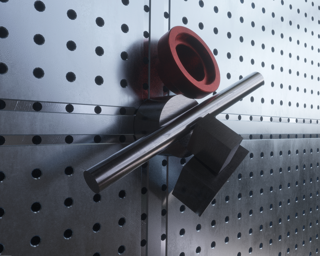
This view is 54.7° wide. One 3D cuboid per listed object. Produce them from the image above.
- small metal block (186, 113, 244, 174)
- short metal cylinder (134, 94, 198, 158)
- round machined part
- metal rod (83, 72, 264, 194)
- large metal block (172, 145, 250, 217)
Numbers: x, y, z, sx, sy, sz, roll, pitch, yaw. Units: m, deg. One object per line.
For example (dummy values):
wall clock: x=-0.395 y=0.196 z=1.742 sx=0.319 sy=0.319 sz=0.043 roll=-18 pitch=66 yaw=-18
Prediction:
small metal block: x=0.064 y=0.019 z=0.369 sx=0.025 sy=0.050 sz=0.050 roll=-37 pitch=155 yaw=-34
short metal cylinder: x=0.014 y=-0.003 z=0.406 sx=0.081 sy=0.050 sz=0.079 roll=0 pitch=90 yaw=-40
round machined part: x=0.033 y=-0.082 z=0.412 sx=0.099 sy=0.042 sz=0.098 roll=25 pitch=52 yaw=-35
metal rod: x=0.041 y=-0.011 z=0.380 sx=0.302 sy=0.025 sz=0.025 roll=-31 pitch=109 yaw=-36
large metal block: x=0.067 y=0.062 z=0.421 sx=0.080 sy=0.050 sz=0.080 roll=-43 pitch=161 yaw=-32
